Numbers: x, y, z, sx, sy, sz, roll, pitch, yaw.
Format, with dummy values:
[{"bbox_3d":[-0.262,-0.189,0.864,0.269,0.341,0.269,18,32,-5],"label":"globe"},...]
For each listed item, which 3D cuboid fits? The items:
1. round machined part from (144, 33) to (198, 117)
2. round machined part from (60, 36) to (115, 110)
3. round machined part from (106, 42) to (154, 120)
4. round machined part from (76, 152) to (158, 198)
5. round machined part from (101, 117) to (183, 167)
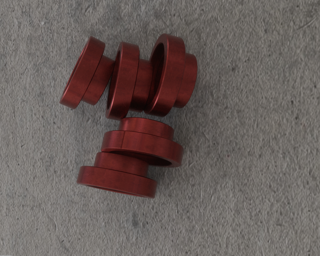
[{"bbox_3d":[0.013,-0.061,0.376,0.042,0.098,0.097,11,94,-16],"label":"round machined part"},{"bbox_3d":[-0.094,-0.069,0.414,0.042,0.098,0.098,25,100,-20],"label":"round machined part"},{"bbox_3d":[-0.038,-0.056,0.393,0.042,0.098,0.097,11,94,-15],"label":"round machined part"},{"bbox_3d":[-0.051,0.059,0.391,0.098,0.098,0.042,6,74,20],"label":"round machined part"},{"bbox_3d":[-0.019,0.017,0.380,0.098,0.098,0.042,5,74,20],"label":"round machined part"}]
